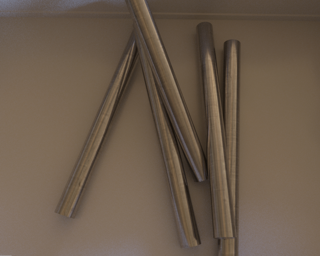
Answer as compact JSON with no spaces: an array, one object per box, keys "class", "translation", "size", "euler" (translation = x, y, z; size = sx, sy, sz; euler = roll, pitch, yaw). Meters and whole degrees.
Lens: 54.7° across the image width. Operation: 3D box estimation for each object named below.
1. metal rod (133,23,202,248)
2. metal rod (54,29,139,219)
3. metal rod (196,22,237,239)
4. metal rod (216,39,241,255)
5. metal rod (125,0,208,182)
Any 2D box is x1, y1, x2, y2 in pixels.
[{"class":"metal rod","translation":[0.005,-0.005,0.397],"size":[0.025,0.025,0.299],"euler":[-11,75,-4]},{"class":"metal rod","translation":[-0.068,-0.029,0.419],"size":[0.025,0.025,0.299],"euler":[17,71,6]},{"class":"metal rod","translation":[0.069,-0.015,0.401],"size":[0.025,0.025,0.299],"euler":[-1,65,0]},{"class":"metal rod","translation":[0.091,0.017,0.403],"size":[0.025,0.025,0.299],"euler":[5,70,2]},{"class":"metal rod","translation":[0.001,-0.076,0.375],"size":[0.025,0.025,0.299],"euler":[-22,95,-8]}]
